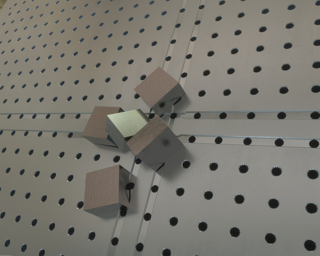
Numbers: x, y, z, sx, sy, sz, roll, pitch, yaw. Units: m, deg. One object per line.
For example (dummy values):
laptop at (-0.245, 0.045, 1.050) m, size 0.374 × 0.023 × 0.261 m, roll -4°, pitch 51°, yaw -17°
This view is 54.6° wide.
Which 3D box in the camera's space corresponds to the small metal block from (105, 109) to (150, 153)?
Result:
small metal block at (-0.038, 0.002, 0.411) m, size 0.050 × 0.025 × 0.050 m, roll -14°, pitch 43°, yaw -32°

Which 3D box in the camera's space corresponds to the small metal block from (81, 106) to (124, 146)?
small metal block at (-0.079, -0.003, 0.451) m, size 0.050 × 0.025 × 0.050 m, roll 5°, pitch 64°, yaw 34°

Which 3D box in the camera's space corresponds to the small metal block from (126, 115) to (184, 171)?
small metal block at (-0.005, 0.020, 0.384) m, size 0.050 × 0.050 × 0.025 m, roll -43°, pitch 51°, yaw -1°

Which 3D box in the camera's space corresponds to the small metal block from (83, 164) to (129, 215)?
small metal block at (-0.068, 0.080, 0.396) m, size 0.050 × 0.025 × 0.050 m, roll -16°, pitch 55°, yaw 19°

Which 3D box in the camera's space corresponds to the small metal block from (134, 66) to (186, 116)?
small metal block at (-0.001, -0.053, 0.442) m, size 0.050 × 0.025 × 0.050 m, roll -42°, pitch 51°, yaw -1°
